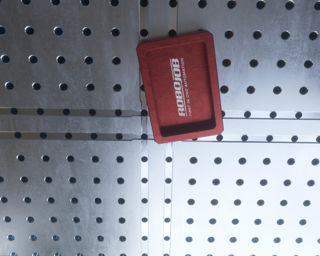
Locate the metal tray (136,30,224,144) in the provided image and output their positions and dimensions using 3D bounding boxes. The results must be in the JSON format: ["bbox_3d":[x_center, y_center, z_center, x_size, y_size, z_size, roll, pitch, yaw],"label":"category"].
[{"bbox_3d":[0.027,-0.050,0.392,0.090,0.030,0.129,-9,110,3],"label":"metal tray"}]
